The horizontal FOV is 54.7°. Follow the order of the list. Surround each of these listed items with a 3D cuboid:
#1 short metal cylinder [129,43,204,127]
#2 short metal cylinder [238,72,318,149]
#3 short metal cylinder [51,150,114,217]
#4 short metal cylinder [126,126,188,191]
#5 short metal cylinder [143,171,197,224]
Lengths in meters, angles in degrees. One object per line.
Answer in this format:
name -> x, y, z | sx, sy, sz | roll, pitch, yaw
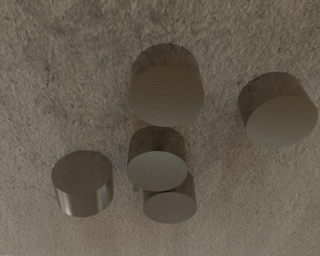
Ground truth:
short metal cylinder -> 0.007, -0.048, 0.350 | 0.081, 0.050, 0.079 | 0, 130, 0
short metal cylinder -> 0.140, -0.021, 0.375 | 0.081, 0.050, 0.079 | 0, 130, 0
short metal cylinder -> -0.106, 0.077, 0.435 | 0.081, 0.080, 0.050 | 2, 130, -3
short metal cylinder -> -0.004, 0.043, 0.427 | 0.081, 0.050, 0.079 | 0, 130, 0
short metal cylinder -> 0.015, 0.104, 0.480 | 0.081, 0.050, 0.079 | 0, 130, 0
